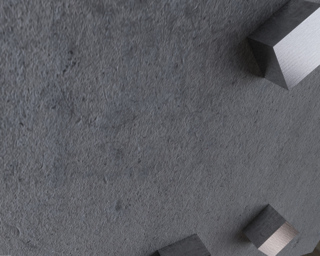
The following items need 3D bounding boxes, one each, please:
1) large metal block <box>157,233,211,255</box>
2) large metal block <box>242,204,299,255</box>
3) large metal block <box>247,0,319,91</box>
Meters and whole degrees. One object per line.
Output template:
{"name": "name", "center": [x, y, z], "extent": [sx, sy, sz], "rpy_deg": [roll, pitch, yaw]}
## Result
{"name": "large metal block", "center": [0.044, 0.254, 0.572], "extent": [0.081, 0.050, 0.079], "rpy_deg": [-16, 125, -20]}
{"name": "large metal block", "center": [0.234, 0.219, 0.654], "extent": [0.080, 0.050, 0.080], "rpy_deg": [-46, 129, 4]}
{"name": "large metal block", "center": [0.176, -0.112, 0.417], "extent": [0.080, 0.050, 0.080], "rpy_deg": [-41, 130, 0]}
